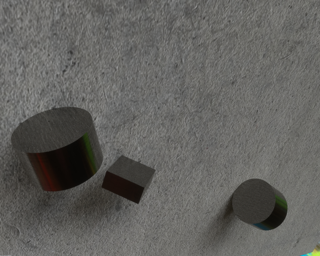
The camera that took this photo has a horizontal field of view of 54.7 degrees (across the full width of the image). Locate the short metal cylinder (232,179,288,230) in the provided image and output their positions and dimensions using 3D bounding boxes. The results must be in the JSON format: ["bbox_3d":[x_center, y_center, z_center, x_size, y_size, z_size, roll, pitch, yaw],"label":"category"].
[{"bbox_3d":[0.178,0.137,0.553,0.050,0.080,0.080,34,99,-39],"label":"short metal cylinder"}]

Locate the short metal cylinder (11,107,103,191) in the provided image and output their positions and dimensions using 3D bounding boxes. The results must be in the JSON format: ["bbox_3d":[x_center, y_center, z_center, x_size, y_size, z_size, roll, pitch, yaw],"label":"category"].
[{"bbox_3d":[-0.105,0.020,0.326,0.081,0.080,0.050,-20,126,-17],"label":"short metal cylinder"}]

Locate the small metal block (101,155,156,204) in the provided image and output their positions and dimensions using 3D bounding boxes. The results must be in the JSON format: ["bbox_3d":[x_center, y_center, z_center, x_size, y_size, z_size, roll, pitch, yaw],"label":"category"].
[{"bbox_3d":[-0.039,0.064,0.396,0.050,0.050,0.025,23,112,7],"label":"small metal block"}]
